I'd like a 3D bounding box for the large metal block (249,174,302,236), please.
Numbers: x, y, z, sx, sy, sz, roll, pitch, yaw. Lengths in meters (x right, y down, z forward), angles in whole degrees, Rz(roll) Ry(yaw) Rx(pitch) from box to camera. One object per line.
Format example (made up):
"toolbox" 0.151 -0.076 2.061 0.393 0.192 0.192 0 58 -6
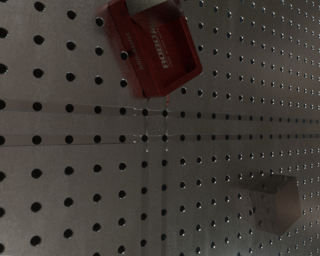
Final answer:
"large metal block" 0.217 0.140 0.579 0.081 0.050 0.079 -21 104 -38

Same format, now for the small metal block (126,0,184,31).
"small metal block" -0.005 -0.141 0.358 0.050 0.050 0.025 8 67 -71

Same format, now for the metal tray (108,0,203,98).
"metal tray" -0.001 -0.115 0.406 0.091 0.030 0.129 -36 112 -34
